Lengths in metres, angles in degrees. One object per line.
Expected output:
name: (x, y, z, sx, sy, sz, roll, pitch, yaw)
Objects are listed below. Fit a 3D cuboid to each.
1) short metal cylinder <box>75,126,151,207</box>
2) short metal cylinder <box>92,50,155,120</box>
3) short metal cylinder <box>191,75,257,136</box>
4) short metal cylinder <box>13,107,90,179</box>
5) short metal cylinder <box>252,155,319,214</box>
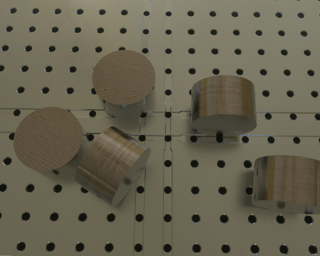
short metal cylinder: (-0.054, 0.045, 0.365, 0.050, 0.080, 0.080, 31, 73, 10)
short metal cylinder: (-0.046, -0.057, 0.419, 0.081, 0.050, 0.080, 0, 70, 0)
short metal cylinder: (0.080, -0.025, 0.393, 0.081, 0.080, 0.050, 3, 70, 1)
short metal cylinder: (-0.132, 0.020, 0.390, 0.081, 0.050, 0.080, 0, 70, 0)
short metal cylinder: (0.150, 0.067, 0.360, 0.080, 0.080, 0.050, 9, 71, 3)
